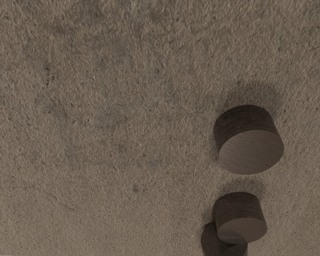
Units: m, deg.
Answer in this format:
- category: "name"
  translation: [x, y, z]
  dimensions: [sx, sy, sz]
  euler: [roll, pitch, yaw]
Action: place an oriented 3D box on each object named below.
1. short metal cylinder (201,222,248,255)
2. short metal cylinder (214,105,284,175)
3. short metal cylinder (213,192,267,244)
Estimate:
- category: "short metal cylinder"
  translation: [0.116, 0.215, 0.556]
  dimensions: [0.080, 0.080, 0.050]
  euler: [-8, 130, 6]
- category: "short metal cylinder"
  translation: [0.114, 0.016, 0.407]
  dimensions: [0.081, 0.050, 0.079]
  euler: [0, 130, 0]
- category: "short metal cylinder"
  translation: [0.134, 0.153, 0.523]
  dimensions: [0.081, 0.050, 0.079]
  euler: [0, 130, 0]
